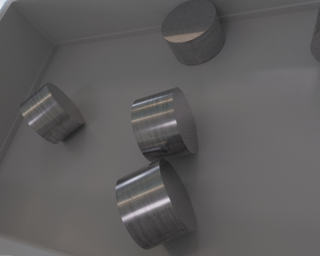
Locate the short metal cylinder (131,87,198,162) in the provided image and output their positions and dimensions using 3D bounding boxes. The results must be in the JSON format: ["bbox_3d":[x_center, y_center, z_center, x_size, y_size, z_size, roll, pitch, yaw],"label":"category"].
[{"bbox_3d":[0.008,-0.003,0.368,0.050,0.080,0.080,-15,56,20],"label":"short metal cylinder"}]

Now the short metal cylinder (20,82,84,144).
[{"bbox_3d":[-0.161,-0.022,0.469,0.050,0.080,0.080,-39,51,2],"label":"short metal cylinder"}]

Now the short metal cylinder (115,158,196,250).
[{"bbox_3d":[-0.003,0.078,0.324,0.050,0.080,0.080,-27,52,11],"label":"short metal cylinder"}]

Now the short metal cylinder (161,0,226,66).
[{"bbox_3d":[0.049,-0.138,0.449,0.080,0.050,0.080,-13,56,21],"label":"short metal cylinder"}]

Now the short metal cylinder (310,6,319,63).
[{"bbox_3d":[0.207,-0.104,0.326,0.080,0.080,0.050,8,66,32],"label":"short metal cylinder"}]
